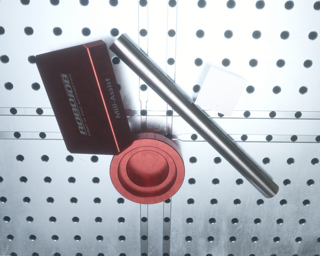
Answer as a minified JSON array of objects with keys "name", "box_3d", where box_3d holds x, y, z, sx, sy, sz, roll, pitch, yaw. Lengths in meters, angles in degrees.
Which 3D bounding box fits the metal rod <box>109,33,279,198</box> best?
[{"name":"metal rod","box_3d":[0.054,-0.007,0.411,0.300,0.025,0.025,43,105,-14]}]

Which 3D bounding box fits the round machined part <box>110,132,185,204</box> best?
[{"name":"round machined part","box_3d":[-0.016,0.051,0.423,0.099,0.042,0.097,0,110,0]}]

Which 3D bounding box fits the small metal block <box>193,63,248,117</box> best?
[{"name":"small metal block","box_3d":[0.076,-0.048,0.396,0.050,0.025,0.050,20,109,-7]}]

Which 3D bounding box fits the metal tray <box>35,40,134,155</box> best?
[{"name":"metal tray","box_3d":[-0.091,-0.032,0.373,0.090,0.030,0.129,-1,112,34]}]
